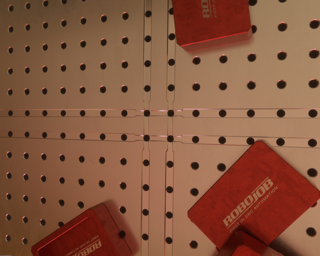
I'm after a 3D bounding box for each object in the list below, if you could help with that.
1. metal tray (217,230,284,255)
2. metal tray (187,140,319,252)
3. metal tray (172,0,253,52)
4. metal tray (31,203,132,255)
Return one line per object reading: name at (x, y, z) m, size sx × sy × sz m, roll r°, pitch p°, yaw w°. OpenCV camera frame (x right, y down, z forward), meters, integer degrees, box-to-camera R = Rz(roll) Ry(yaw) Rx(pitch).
metal tray at (0.119, 0.186, 0.345) m, size 0.130 × 0.030 × 0.090 m, roll 30°, pitch 103°, yaw 0°
metal tray at (0.108, 0.089, 0.372) m, size 0.090 × 0.030 × 0.130 m, roll 44°, pitch 104°, yaw 14°
metal tray at (0.061, -0.170, 0.389) m, size 0.090 × 0.030 × 0.129 m, roll -7°, pitch 88°, yaw 20°
metal tray at (-0.116, 0.181, 0.451) m, size 0.130 × 0.030 × 0.090 m, roll -35°, pitch 79°, yaw 16°
